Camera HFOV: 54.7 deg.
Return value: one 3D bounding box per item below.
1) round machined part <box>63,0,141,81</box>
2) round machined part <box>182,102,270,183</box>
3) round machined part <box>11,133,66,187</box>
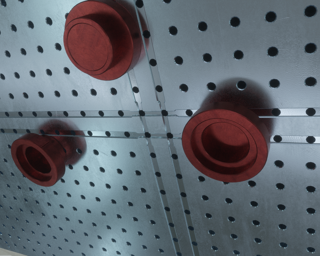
[{"bbox_3d":[-0.076,-0.103,0.375,0.098,0.042,0.097,13,124,20],"label":"round machined part"},{"bbox_3d":[0.079,0.013,0.366,0.098,0.042,0.097,13,124,20],"label":"round machined part"},{"bbox_3d":[-0.203,0.050,0.535,0.098,0.042,0.097,13,124,20],"label":"round machined part"}]
